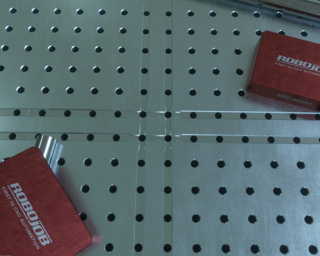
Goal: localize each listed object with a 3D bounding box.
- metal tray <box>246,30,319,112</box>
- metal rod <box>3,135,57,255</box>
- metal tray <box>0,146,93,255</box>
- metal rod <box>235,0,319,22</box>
[{"bbox_3d":[0.199,-0.079,0.441,0.131,0.030,0.090,17,71,5],"label":"metal tray"},{"bbox_3d":[-0.172,0.152,0.354,0.025,0.025,0.299,9,70,3],"label":"metal rod"},{"bbox_3d":[-0.148,0.098,0.347,0.091,0.030,0.130,-30,85,-24],"label":"metal tray"},{"bbox_3d":[0.168,-0.203,0.487,0.301,0.025,0.025,17,71,5],"label":"metal rod"}]
